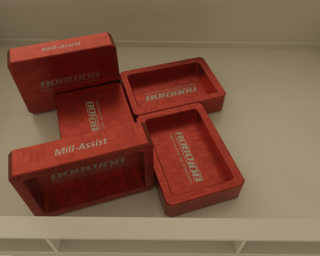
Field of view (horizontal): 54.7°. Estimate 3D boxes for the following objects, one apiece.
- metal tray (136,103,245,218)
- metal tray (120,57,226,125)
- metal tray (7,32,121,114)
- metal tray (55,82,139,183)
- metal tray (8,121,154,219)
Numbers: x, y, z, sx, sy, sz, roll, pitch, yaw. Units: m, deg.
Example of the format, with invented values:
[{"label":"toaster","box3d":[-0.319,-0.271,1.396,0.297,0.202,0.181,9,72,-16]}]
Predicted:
[{"label":"metal tray","box3d":[0.031,0.032,0.373,0.091,0.030,0.130,-13,51,-12]},{"label":"metal tray","box3d":[0.016,-0.053,0.445,0.131,0.030,0.090,-13,51,-12]},{"label":"metal tray","box3d":[-0.122,-0.073,0.418,0.131,0.089,0.030,-14,52,-12]},{"label":"metal tray","box3d":[-0.079,0.002,0.396,0.091,0.030,0.130,-13,51,-12]},{"label":"metal tray","box3d":[-0.073,0.046,0.320,0.131,0.089,0.030,-13,52,-12]}]
